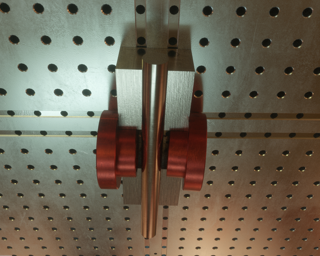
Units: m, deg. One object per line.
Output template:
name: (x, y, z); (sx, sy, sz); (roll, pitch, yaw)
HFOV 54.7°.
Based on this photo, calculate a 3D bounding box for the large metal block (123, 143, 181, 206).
large metal block: (-0.012, 0.068, 0.452); (0.081, 0.050, 0.079); (2, 130, -2)

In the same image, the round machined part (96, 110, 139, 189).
round machined part: (-0.049, 0.027, 0.385); (0.042, 0.098, 0.097); (2, 130, -1)

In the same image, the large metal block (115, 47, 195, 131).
large metal block: (-0.006, -0.044, 0.357); (0.081, 0.050, 0.079); (2, 130, -2)

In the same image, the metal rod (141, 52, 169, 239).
metal rod: (-0.011, 0.048, 0.386); (0.025, 0.025, 0.298); (2, 130, -2)

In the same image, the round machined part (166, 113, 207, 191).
round machined part: (0.031, 0.029, 0.388); (0.042, 0.098, 0.097); (4, 130, 2)
